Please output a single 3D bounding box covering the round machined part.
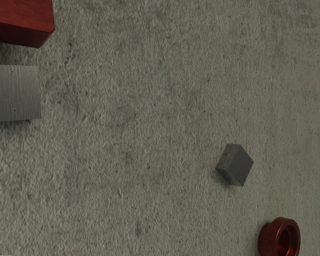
[{"bbox_3d":[0.222,0.217,0.584,0.099,0.042,0.097,0,90,-40],"label":"round machined part"}]

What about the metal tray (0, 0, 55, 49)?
[{"bbox_3d":[-0.143,-0.139,0.260,0.091,0.030,0.129,0,74,-40],"label":"metal tray"}]

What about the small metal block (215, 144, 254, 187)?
[{"bbox_3d":[0.124,0.061,0.512,0.050,0.025,0.050,47,62,-30],"label":"small metal block"}]

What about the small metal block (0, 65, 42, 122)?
[{"bbox_3d":[-0.142,-0.031,0.287,0.050,0.025,0.050,-7,95,-40],"label":"small metal block"}]
